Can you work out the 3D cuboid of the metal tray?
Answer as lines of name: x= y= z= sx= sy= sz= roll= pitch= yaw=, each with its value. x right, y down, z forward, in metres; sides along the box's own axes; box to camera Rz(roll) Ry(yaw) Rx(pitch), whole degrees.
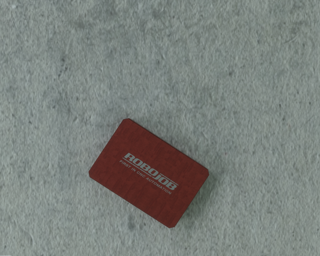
metal tray: x=-0.014 y=0.057 z=0.407 sx=0.130 sy=0.030 sz=0.090 roll=33 pitch=90 yaw=-1
